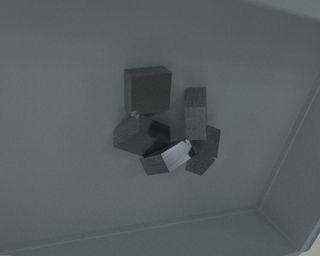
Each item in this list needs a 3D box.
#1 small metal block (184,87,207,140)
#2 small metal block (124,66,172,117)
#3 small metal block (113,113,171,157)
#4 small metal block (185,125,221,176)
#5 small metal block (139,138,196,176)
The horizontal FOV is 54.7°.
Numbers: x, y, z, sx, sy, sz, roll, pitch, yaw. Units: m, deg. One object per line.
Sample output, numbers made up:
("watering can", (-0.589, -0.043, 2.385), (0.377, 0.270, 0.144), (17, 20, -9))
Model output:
("small metal block", (0.048, -0.019, 0.405), (0.025, 0.050, 0.050), (-1, 125, 11))
("small metal block", (-0.015, -0.045, 0.374), (0.050, 0.025, 0.050), (-11, 123, -23))
("small metal block", (-0.023, 0.011, 0.388), (0.050, 0.025, 0.050), (23, 142, -37))
("small metal block", (0.060, 0.031, 0.432), (0.025, 0.050, 0.050), (22, 140, -6))
("small metal block", (0.010, 0.038, 0.411), (0.050, 0.050, 0.025), (-28, 95, -37))
